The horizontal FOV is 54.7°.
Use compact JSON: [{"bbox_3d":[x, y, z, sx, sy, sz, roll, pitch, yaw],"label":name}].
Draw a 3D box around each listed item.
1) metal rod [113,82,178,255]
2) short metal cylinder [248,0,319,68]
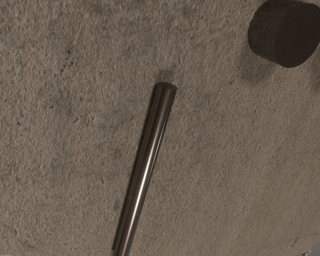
[{"bbox_3d":[-0.028,0.079,0.441,0.025,0.025,0.298,1,118,-30],"label":"metal rod"},{"bbox_3d":[0.164,-0.125,0.405,0.081,0.050,0.079,-14,125,-21],"label":"short metal cylinder"}]
